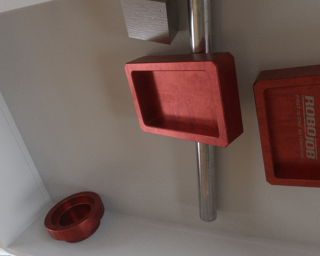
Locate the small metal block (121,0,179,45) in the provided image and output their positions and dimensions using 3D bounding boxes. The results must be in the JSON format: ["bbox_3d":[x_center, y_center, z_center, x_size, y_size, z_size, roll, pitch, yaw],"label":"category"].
[{"bbox_3d":[-0.010,-0.120,0.327,0.050,0.025,0.050,16,148,18],"label":"small metal block"}]

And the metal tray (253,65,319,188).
[{"bbox_3d":[0.154,0.002,0.325,0.090,0.030,0.129,-2,118,28],"label":"metal tray"}]

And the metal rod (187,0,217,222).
[{"bbox_3d":[0.055,-0.002,0.377,0.025,0.025,0.298,7,122,24],"label":"metal rod"}]

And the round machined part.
[{"bbox_3d":[-0.142,0.156,0.530,0.098,0.098,0.042,-3,117,29],"label":"round machined part"}]

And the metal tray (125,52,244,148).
[{"bbox_3d":[0.023,-0.034,0.343,0.130,0.030,0.089,10,122,44],"label":"metal tray"}]
